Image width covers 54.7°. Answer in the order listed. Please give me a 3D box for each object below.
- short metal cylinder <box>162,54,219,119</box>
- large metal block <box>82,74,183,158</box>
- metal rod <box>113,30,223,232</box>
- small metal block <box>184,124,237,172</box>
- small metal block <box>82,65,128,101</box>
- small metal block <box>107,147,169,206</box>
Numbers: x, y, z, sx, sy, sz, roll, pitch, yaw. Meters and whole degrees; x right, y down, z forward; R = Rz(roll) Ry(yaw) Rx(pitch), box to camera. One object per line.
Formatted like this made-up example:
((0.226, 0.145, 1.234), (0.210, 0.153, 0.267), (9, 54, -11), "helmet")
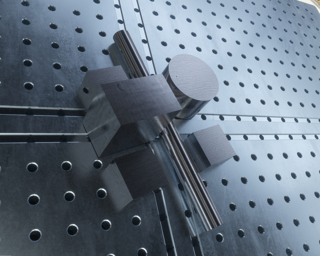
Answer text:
((0.038, -0.060, 0.450), (0.081, 0.050, 0.080), (14, 56, -21), "short metal cylinder")
((-0.035, -0.014, 0.362), (0.081, 0.080, 0.050), (-17, 71, -35), "large metal block")
((0.003, -0.009, 0.416), (0.025, 0.025, 0.299), (-13, 69, -34), "metal rod")
((0.070, 0.027, 0.431), (0.050, 0.025, 0.050), (-16, 70, -35), "small metal block")
((-0.066, -0.051, 0.405), (0.050, 0.025, 0.050), (-19, 72, -36), "small metal block")
((-0.026, 0.055, 0.362), (0.050, 0.025, 0.050), (-17, 71, -35), "small metal block")
